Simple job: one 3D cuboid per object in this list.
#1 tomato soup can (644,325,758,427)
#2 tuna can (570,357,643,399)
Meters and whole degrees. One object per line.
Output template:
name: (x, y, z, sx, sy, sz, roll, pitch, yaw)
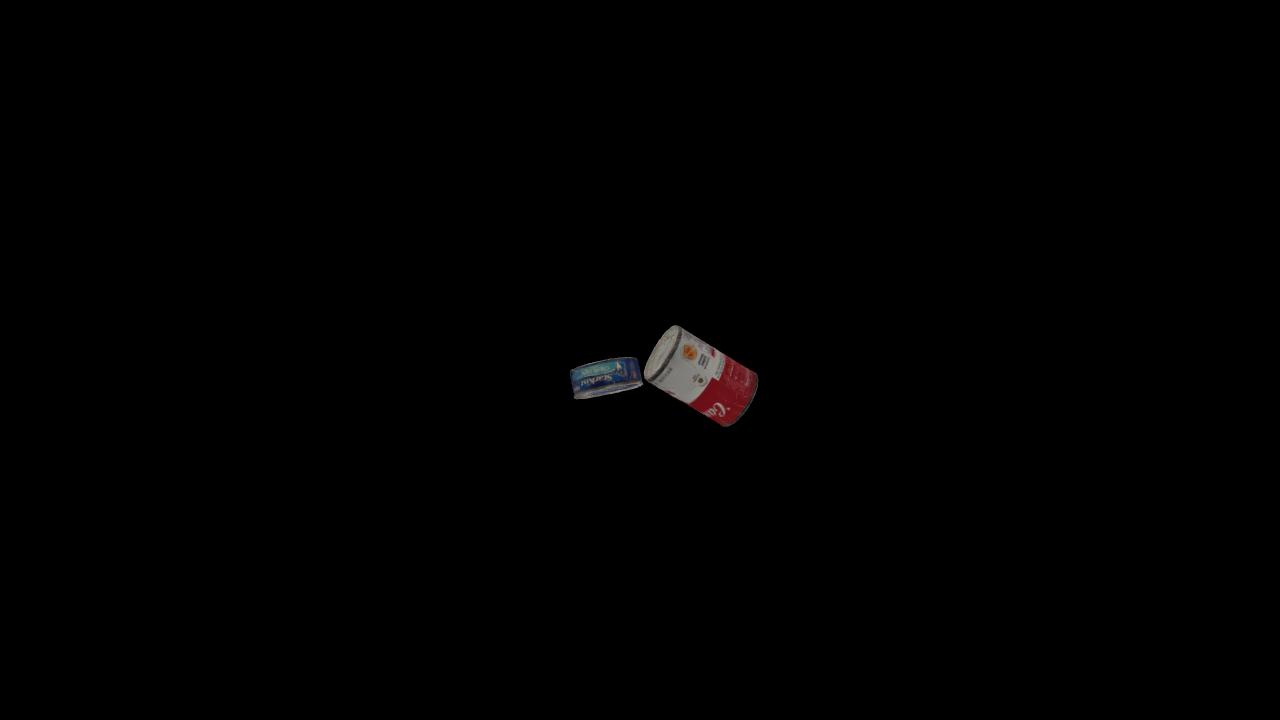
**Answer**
tomato soup can: (0.062, 0.016, 0.639, 0.101, 0.068, 0.068, 31, -8, -13)
tuna can: (-0.040, 0.021, 0.729, 0.084, 0.034, 0.084, -11, -7, -1)
